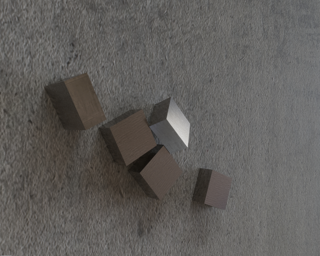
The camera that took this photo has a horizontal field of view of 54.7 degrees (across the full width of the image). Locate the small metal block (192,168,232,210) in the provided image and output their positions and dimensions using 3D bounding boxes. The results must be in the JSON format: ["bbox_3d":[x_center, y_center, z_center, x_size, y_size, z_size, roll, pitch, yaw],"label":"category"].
[{"bbox_3d":[0.080,0.093,0.472,0.050,0.025,0.050,26,74,-37],"label":"small metal block"}]

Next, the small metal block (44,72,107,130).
[{"bbox_3d":[-0.087,-0.026,0.315,0.025,0.050,0.050,-32,110,-35],"label":"small metal block"}]

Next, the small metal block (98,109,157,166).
[{"bbox_3d":[-0.038,0.010,0.373,0.050,0.025,0.050,-33,111,-35],"label":"small metal block"}]

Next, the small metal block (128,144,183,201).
[{"bbox_3d":[-0.005,0.056,0.400,0.050,0.025,0.050,-48,119,-29],"label":"small metal block"}]

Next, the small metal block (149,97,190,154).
[{"bbox_3d":[0.014,-0.004,0.402,0.050,0.025,0.050,53,28,-27],"label":"small metal block"}]
